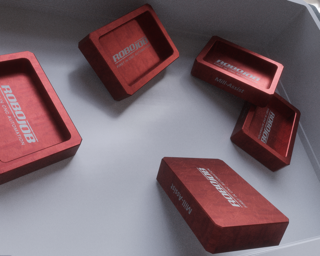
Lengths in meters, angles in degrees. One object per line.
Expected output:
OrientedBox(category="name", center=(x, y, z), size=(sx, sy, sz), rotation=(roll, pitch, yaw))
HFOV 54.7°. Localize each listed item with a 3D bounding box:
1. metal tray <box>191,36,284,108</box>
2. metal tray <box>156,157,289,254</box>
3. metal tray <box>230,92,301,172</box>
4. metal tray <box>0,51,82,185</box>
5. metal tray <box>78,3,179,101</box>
OrientedBox(category="metal tray", center=(0.128, -0.095, 0.508), size=(0.130, 0.030, 0.090), rotation=(27, 50, 9))
OrientedBox(category="metal tray", center=(0.062, 0.077, 0.343), size=(0.091, 0.030, 0.130), rotation=(5, 21, -26))
OrientedBox(category="metal tray", center=(0.175, -0.005, 0.501), size=(0.090, 0.030, 0.130), rotation=(36, 51, -5))
OrientedBox(category="metal tray", center=(-0.154, -0.017, 0.329), size=(0.091, 0.030, 0.130), rotation=(-23, 74, -37))
OrientedBox(category="metal tray", center=(-0.037, -0.108, 0.429), size=(0.131, 0.030, 0.090), rotation=(-46, 110, -39))
